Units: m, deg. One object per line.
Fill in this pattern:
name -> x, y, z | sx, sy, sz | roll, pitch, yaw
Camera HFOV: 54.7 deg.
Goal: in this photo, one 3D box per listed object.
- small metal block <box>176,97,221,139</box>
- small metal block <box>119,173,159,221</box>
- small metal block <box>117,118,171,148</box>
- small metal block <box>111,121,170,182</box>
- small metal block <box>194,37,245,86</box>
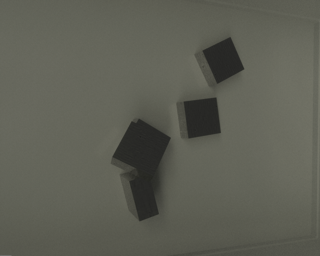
small metal block -> 0.054, -0.014, 0.432 | 0.050, 0.025, 0.050 | -9, 93, -20
small metal block -> -0.027, 0.082, 0.388 | 0.025, 0.050, 0.050 | -16, 96, -20
small metal block -> -0.022, 0.022, 0.403 | 0.050, 0.025, 0.050 | 32, 79, -18
small metal block -> -0.023, 0.028, 0.363 | 0.050, 0.025, 0.050 | 26, 63, -1
small metal block -> 0.085, -0.095, 0.443 | 0.050, 0.025, 0.050 | -29, 100, -18
